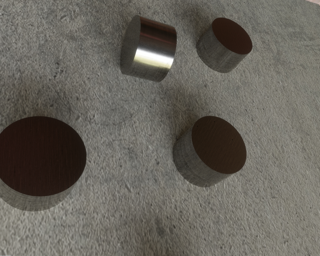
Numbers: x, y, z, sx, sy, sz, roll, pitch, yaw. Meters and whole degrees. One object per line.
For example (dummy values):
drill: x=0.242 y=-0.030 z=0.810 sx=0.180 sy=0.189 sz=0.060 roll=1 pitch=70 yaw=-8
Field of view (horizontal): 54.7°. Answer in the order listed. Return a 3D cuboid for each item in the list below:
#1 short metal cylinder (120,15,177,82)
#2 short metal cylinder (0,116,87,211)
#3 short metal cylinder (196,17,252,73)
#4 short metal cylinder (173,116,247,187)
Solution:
short metal cylinder: x=-0.018 y=-0.107 z=0.424 sx=0.050 sy=0.080 sz=0.080 roll=10 pitch=58 yaw=-23
short metal cylinder: x=-0.118 y=0.035 z=0.303 sx=0.081 sy=0.050 sz=0.080 roll=14 pitch=56 yaw=-21
short metal cylinder: x=0.110 y=-0.142 z=0.533 sx=0.081 sy=0.050 sz=0.080 roll=14 pitch=56 yaw=-21
short metal cylinder: x=0.064 y=0.031 z=0.403 sx=0.081 sy=0.050 sz=0.080 roll=14 pitch=56 yaw=-21
